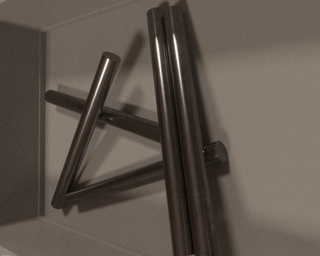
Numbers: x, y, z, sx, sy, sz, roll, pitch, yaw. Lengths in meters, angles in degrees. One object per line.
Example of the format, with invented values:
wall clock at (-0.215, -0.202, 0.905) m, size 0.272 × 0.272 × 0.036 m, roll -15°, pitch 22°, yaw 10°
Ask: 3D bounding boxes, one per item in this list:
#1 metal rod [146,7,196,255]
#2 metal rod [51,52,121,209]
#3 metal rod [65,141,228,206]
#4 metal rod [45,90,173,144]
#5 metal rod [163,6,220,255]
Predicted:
metal rod at (0.010, -0.009, 0.368) m, size 0.025 × 0.025 × 0.299 m, roll -19°, pitch 69°, yaw 38°
metal rod at (-0.122, 0.021, 0.479) m, size 0.025 × 0.025 × 0.298 m, roll 46°, pitch 125°, yaw 29°
metal rod at (-0.041, 0.074, 0.438) m, size 0.299 × 0.025 × 0.025 m, roll -23°, pitch 76°, yaw 37°
metal rod at (-0.088, -0.022, 0.476) m, size 0.300 × 0.025 × 0.025 m, roll 18°, pitch 101°, yaw 38°
metal rod at (0.033, -0.004, 0.351) m, size 0.025 × 0.025 × 0.299 m, roll -19°, pitch 70°, yaw 38°
